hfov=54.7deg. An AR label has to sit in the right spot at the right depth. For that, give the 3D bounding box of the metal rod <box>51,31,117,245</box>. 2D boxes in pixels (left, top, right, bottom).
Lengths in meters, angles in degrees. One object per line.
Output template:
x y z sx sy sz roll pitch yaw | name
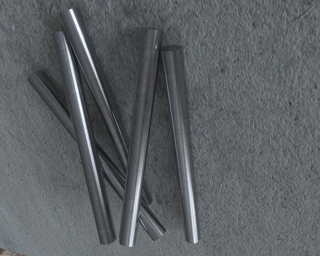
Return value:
-0.102 0.021 0.428 0.025 0.025 0.298 -4 103 30 | metal rod

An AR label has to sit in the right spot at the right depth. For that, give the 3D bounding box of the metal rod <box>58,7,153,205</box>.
-0.068 -0.013 0.434 0.025 0.025 0.298 -5 116 30 | metal rod

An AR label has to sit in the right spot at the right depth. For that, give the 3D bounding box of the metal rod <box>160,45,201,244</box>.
0.032 0.041 0.415 0.025 0.025 0.298 6 121 25 | metal rod

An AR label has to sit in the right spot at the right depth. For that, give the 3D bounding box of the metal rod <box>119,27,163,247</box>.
-0.028 0.027 0.398 0.025 0.025 0.298 16 112 19 | metal rod

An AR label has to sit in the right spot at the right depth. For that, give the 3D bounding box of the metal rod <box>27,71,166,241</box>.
-0.093 0.041 0.459 0.025 0.025 0.300 -38 91 39 | metal rod
